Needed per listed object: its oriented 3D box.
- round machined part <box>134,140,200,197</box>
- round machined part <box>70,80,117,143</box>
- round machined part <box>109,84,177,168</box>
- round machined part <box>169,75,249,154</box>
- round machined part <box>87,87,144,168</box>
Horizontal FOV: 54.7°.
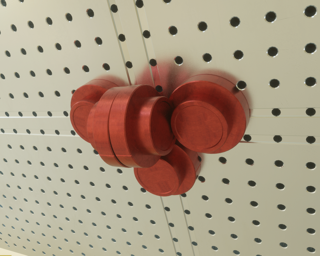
[{"bbox_3d":[0.003,0.056,0.432,0.098,0.042,0.097,13,124,20],"label":"round machined part"},{"bbox_3d":[-0.086,-0.015,0.434,0.098,0.042,0.097,13,124,20],"label":"round machined part"},{"bbox_3d":[-0.013,-0.002,0.361,0.042,0.098,0.097,-1,118,28],"label":"round machined part"},{"bbox_3d":[0.051,-0.010,0.365,0.098,0.042,0.097,13,124,20],"label":"round machined part"},{"bbox_3d":[-0.052,-0.001,0.381,0.042,0.098,0.097,1,119,27],"label":"round machined part"}]
